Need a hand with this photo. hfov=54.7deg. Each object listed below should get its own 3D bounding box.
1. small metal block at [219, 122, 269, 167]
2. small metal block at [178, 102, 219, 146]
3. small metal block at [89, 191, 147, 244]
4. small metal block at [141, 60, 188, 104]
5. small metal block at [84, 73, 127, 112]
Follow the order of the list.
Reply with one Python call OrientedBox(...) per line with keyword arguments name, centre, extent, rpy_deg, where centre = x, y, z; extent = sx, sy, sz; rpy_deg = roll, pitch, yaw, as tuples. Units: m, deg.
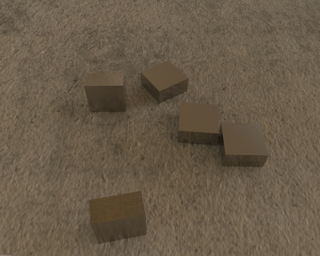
OrientedBox(name="small metal block", centre=(0.102, 0.020, 0.388), extent=(0.050, 0.025, 0.050), rpy_deg=(1, 50, 0))
OrientedBox(name="small metal block", centre=(0.050, -0.006, 0.409), extent=(0.050, 0.025, 0.050), rpy_deg=(4, 50, 3))
OrientedBox(name="small metal block", centre=(-0.041, 0.090, 0.311), extent=(0.050, 0.050, 0.025), rpy_deg=(-9, 51, -8))
OrientedBox(name="small metal block", centre=(0.006, -0.069, 0.462), extent=(0.050, 0.025, 0.050), rpy_deg=(-27, 55, -21))
OrientedBox(name="small metal block", centre=(-0.073, -0.048, 0.427), extent=(0.050, 0.050, 0.025), rpy_deg=(-1, 50, -1))
